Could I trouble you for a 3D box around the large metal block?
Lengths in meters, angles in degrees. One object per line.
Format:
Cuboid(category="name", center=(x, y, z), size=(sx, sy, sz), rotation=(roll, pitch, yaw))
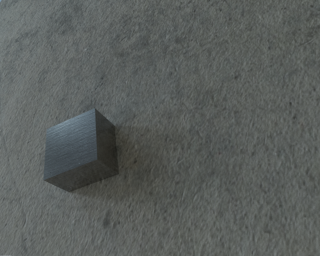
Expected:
Cuboid(category="large metal block", center=(-0.107, 0.031, 0.423), size=(0.080, 0.050, 0.080), rotation=(-22, 54, 15))
